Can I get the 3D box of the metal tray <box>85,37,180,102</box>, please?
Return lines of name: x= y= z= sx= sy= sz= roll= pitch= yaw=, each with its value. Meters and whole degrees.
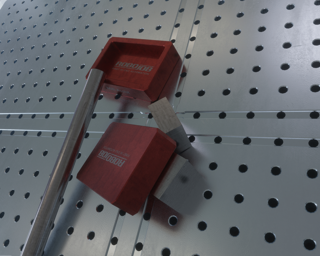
metal tray: x=-0.045 y=-0.096 z=0.487 sx=0.130 sy=0.030 sz=0.090 roll=15 pitch=69 yaw=34

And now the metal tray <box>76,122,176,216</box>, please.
metal tray: x=-0.046 y=0.041 z=0.371 sx=0.130 sy=0.030 sz=0.090 roll=8 pitch=63 yaw=59

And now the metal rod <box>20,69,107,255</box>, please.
metal rod: x=-0.132 y=0.055 z=0.424 sx=0.025 sy=0.025 sz=0.299 roll=6 pitch=70 yaw=31

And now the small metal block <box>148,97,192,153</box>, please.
small metal block: x=0.013 y=-0.002 z=0.385 sx=0.025 sy=0.050 sz=0.050 roll=-28 pitch=52 yaw=1

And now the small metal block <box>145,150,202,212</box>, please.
small metal block: x=0.016 y=0.060 z=0.347 sx=0.025 sy=0.050 sz=0.050 roll=29 pitch=78 yaw=37
